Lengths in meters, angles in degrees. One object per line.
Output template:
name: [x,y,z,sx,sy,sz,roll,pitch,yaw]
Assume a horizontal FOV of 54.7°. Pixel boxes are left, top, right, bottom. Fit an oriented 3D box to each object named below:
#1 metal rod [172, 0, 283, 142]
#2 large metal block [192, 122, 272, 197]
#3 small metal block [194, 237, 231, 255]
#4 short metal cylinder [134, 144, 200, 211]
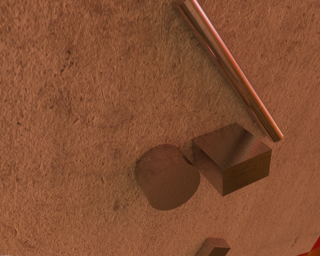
metal rod: [0.110,-0.064,0.429,0.025,0.025,0.300,-46,130,3]
large metal block: [0.103,0.043,0.456,0.081,0.080,0.050,-19,126,-18]
small metal block: [0.106,0.249,0.622,0.050,0.025,0.050,20,108,-36]
short metal cylinder: [0.010,0.070,0.441,0.081,0.050,0.079,-14,125,-21]
